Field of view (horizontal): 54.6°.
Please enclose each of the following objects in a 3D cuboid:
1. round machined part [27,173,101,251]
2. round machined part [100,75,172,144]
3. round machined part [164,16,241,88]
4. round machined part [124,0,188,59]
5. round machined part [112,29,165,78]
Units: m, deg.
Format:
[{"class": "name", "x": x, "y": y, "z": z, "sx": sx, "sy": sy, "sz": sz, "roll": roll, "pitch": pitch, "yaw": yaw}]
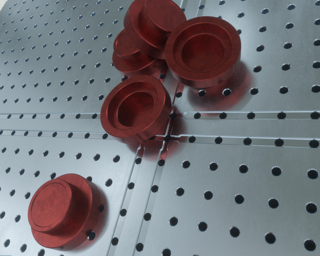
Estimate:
[{"class": "round machined part", "x": -0.130, "y": 0.105, "z": 0.403, "sx": 0.098, "sy": 0.042, "sz": 0.098, "roll": -13, "pitch": 56, "yaw": 21}, {"class": "round machined part", "x": -0.029, "y": -0.021, "z": 0.427, "sx": 0.098, "sy": 0.042, "sz": 0.098, "roll": -13, "pitch": 56, "yaw": 21}, {"class": "round machined part", "x": 0.058, "y": -0.097, "z": 0.417, "sx": 0.098, "sy": 0.042, "sz": 0.098, "roll": -4, "pitch": 69, "yaw": 11}, {"class": "round machined part", "x": 0.000, "y": -0.153, "z": 0.454, "sx": 0.042, "sy": 0.099, "sz": 0.098, "roll": -42, "pitch": 38, "yaw": 51}, {"class": "round machined part", "x": -0.035, "y": -0.129, "z": 0.496, "sx": 0.098, "sy": 0.042, "sz": 0.098, "roll": -13, "pitch": 56, "yaw": 21}]
